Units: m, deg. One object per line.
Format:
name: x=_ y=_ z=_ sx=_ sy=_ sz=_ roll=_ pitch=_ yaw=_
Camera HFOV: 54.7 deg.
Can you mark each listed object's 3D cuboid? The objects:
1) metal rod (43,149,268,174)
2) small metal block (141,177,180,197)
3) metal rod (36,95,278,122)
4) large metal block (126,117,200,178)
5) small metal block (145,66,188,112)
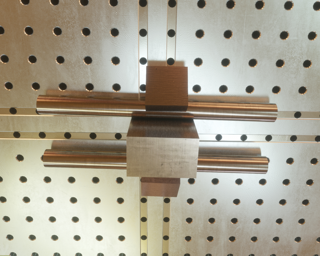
metal rod: x=-0.005 y=0.046 z=0.427 sx=0.302 sy=0.025 sz=0.025 roll=2 pitch=110 yaw=-1
small metal block: x=0.000 y=0.073 z=0.424 sx=0.050 sy=0.025 sz=0.050 roll=2 pitch=148 yaw=-2
metal rod: x=-0.002 y=-0.025 z=0.399 sx=0.302 sy=0.025 sz=0.025 roll=2 pitch=110 yaw=-1
large metal block: x=0.003 y=0.020 z=0.387 sx=0.081 sy=0.080 sz=0.050 roll=2 pitch=110 yaw=-1
small metal block: x=0.008 y=-0.048 z=0.380 sx=0.050 sy=0.025 sz=0.050 roll=1 pitch=76 yaw=-1
